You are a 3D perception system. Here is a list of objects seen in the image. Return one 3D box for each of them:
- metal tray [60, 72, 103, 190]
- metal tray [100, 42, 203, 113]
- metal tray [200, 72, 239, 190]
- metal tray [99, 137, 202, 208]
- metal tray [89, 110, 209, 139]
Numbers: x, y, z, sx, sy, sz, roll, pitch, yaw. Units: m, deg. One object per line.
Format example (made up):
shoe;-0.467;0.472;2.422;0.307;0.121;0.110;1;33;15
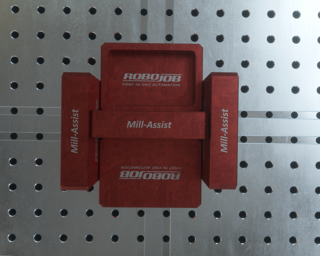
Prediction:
metal tray;-0.092;0.003;0.379;0.030;0.090;0.129;1;90;0
metal tray;-0.011;-0.064;0.410;0.131;0.030;0.089;1;90;-1
metal tray;0.070;0.003;0.381;0.030;0.090;0.129;1;90;0
metal tray;-0.012;0.057;0.409;0.131;0.030;0.089;1;90;-1
metal tray;-0.012;-0.004;0.379;0.131;0.090;0.030;1;90;-1
